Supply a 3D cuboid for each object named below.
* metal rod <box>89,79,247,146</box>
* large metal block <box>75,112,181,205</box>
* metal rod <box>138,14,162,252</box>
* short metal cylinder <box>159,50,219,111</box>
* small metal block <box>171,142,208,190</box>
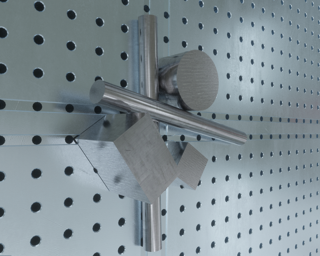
[{"bbox_3d":[0.037,-0.009,0.418,0.302,0.025,0.025,15,80,-47],"label":"metal rod"},{"bbox_3d":[-0.036,0.031,0.343,0.050,0.080,0.080,-42,116,-32],"label":"large metal block"},{"bbox_3d":[-0.013,0.007,0.401,0.025,0.025,0.298,-2,92,-40],"label":"metal rod"},{"bbox_3d":[0.035,-0.062,0.424,0.081,0.050,0.079,0,90,-40],"label":"short metal cylinder"},{"bbox_3d":[0.037,0.054,0.443,0.050,0.025,0.050,41,65,-33],"label":"small metal block"}]
